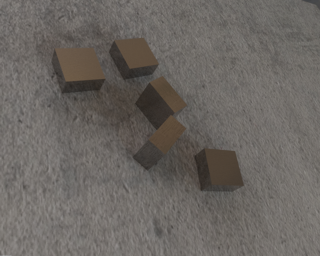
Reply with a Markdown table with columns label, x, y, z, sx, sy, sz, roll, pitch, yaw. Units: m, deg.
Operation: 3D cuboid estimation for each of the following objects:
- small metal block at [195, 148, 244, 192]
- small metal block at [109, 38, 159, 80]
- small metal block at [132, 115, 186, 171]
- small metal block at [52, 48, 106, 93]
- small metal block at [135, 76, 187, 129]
| label | x | y | z | sx | sy | sz | roll | pitch | yaw |
| --- | --- | --- | --- | --- | --- | --- | --- | --- | --- |
| small metal block | 0.079 | 0.057 | 0.414 | 0.050 | 0.025 | 0.050 | 7 | 59 | -25 |
| small metal block | -0.038 | -0.101 | 0.446 | 0.050 | 0.025 | 0.050 | -17 | 71 | -35 |
| small metal block | -0.001 | 0.018 | 0.377 | 0.025 | 0.050 | 0.050 | 42 | 51 | 0 |
| small metal block | -0.104 | -0.074 | 0.394 | 0.050 | 0.025 | 0.050 | -10 | 67 | -33 |
| small metal block | 0.000 | -0.031 | 0.409 | 0.025 | 0.050 | 0.050 | -33 | 81 | -38 |
